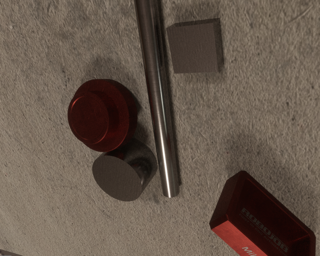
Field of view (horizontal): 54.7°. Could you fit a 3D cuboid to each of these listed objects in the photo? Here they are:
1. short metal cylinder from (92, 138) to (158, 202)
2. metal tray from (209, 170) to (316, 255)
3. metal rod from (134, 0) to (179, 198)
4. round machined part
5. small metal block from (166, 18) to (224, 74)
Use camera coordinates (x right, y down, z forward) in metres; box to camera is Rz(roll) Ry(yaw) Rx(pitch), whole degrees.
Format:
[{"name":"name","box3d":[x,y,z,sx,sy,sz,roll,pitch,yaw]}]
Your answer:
[{"name":"short metal cylinder","box3d":[-0.051,0.060,0.453,0.080,0.050,0.079,13,124,20]},{"name":"metal tray","box3d":[0.128,0.124,0.373,0.130,0.090,0.030,42,129,-1]},{"name":"metal rod","box3d":[-0.001,-0.036,0.383,0.025,0.025,0.298,6,122,24]},{"name":"round machined part","box3d":[-0.082,-0.015,0.408,0.098,0.042,0.097,5,101,28]},{"name":"small metal block","box3d":[0.039,-0.087,0.332,0.050,0.025,0.050,2,120,26]}]
